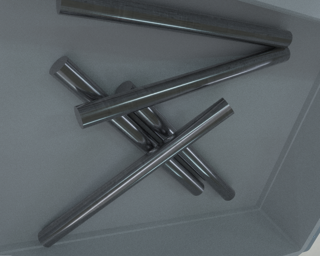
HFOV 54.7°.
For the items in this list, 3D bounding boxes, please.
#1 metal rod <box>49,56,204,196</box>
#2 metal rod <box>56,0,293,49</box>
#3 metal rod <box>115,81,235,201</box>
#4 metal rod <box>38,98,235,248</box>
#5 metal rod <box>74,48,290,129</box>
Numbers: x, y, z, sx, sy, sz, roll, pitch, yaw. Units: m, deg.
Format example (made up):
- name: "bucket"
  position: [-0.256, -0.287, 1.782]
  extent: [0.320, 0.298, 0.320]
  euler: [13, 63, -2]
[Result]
- name: "metal rod"
  position: [-0.021, 0.018, 0.409]
  extent: [0.025, 0.025, 0.300]
  euler: [-44, 130, 2]
- name: "metal rod"
  position: [0.040, -0.120, 0.357]
  extent: [0.303, 0.025, 0.025]
  euler: [-1, 119, -28]
- name: "metal rod"
  position: [0.040, 0.036, 0.454]
  extent: [0.025, 0.025, 0.300]
  euler: [-44, 130, 2]
- name: "metal rod"
  position: [-0.035, 0.061, 0.401]
  extent: [0.300, 0.025, 0.025]
  euler: [-37, 130, 6]
- name: "metal rod"
  position: [0.046, -0.058, 0.378]
  extent: [0.302, 0.025, 0.025]
  euler: [-20, 127, -24]
